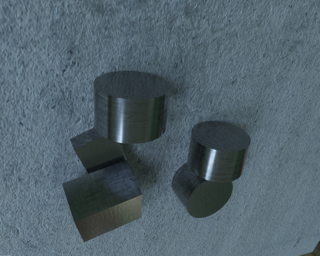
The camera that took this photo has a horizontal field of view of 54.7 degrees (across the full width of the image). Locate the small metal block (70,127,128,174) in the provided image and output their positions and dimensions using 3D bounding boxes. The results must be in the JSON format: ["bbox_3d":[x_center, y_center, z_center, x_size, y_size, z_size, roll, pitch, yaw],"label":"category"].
[{"bbox_3d":[-0.075,0.027,0.383,0.050,0.025,0.050,-27,128,-11],"label":"small metal block"}]

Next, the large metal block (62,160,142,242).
[{"bbox_3d":[-0.070,0.094,0.393,0.081,0.050,0.080,-19,148,-17],"label":"large metal block"}]

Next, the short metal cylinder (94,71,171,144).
[{"bbox_3d":[-0.031,-0.025,0.339,0.081,0.080,0.050,-9,122,-24],"label":"short metal cylinder"}]

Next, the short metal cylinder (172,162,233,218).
[{"bbox_3d":[0.065,0.093,0.484,0.081,0.050,0.079,-14,124,-21],"label":"short metal cylinder"}]

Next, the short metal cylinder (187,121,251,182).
[{"bbox_3d":[0.081,0.031,0.435,0.081,0.080,0.050,-9,123,-24],"label":"short metal cylinder"}]
